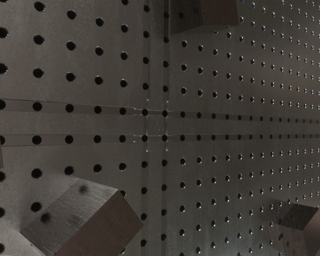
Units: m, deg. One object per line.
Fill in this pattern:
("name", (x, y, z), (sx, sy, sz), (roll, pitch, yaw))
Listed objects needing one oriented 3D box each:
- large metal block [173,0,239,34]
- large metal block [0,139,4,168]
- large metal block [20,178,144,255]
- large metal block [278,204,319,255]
("large metal block", (0.065, -0.184, 0.450), (0.081, 0.050, 0.079), (-16, 100, -39))
("large metal block", (-0.178, -0.002, 0.244), (0.081, 0.050, 0.079), (-8, 95, -40))
("large metal block", (-0.078, 0.101, 0.309), (0.080, 0.080, 0.050), (-44, 117, -31))
("large metal block", (0.298, 0.219, 0.648), (0.081, 0.050, 0.080), (-29, 108, -37))
